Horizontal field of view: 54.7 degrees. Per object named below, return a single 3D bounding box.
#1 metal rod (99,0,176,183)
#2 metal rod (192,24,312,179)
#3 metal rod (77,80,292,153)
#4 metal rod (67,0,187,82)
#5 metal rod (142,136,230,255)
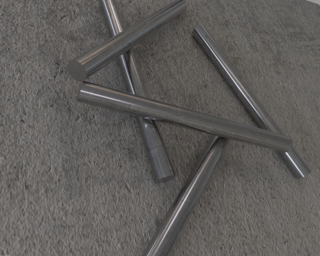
[{"bbox_3d":[-0.038,-0.070,0.425,0.025,0.025,0.299,-5,64,-31],"label":"metal rod"},{"bbox_3d":[0.145,-0.050,0.512,0.025,0.025,0.299,-23,74,-36],"label":"metal rod"},{"bbox_3d":[0.047,-0.009,0.400,0.302,0.025,0.025,13,56,-21],"label":"metal rod"},{"bbox_3d":[-0.027,-0.141,0.447,0.025,0.025,0.301,40,42,-1],"label":"metal rod"},{"bbox_3d":[0.018,0.103,0.350,0.025,0.025,0.301,39,51,-2],"label":"metal rod"}]
